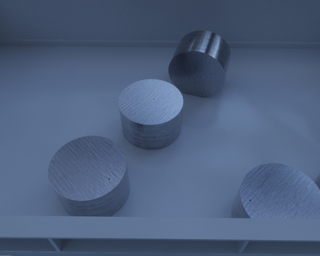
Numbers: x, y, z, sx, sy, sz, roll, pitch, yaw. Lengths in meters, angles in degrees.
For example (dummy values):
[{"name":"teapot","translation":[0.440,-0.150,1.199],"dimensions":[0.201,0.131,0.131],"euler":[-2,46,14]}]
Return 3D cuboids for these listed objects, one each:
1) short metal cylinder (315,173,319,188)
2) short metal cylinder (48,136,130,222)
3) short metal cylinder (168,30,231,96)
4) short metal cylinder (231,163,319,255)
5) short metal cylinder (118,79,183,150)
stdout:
[{"name":"short metal cylinder","translation":[0.221,0.062,0.338],"dimensions":[0.080,0.050,0.080],"euler":[0,50,0]},{"name":"short metal cylinder","translation":[-0.075,0.055,0.342],"dimensions":[0.080,0.050,0.080],"euler":[0,50,0]},{"name":"short metal cylinder","translation":[0.058,-0.092,0.447],"dimensions":[0.080,0.080,0.050],"euler":[13,51,10]},{"name":"short metal cylinder","translation":[0.119,0.084,0.319],"dimensions":[0.080,0.050,0.080],"euler":[0,50,0]},{"name":"short metal cylinder","translation":[-0.011,-0.018,0.404],"dimensions":[0.080,0.050,0.080],"euler":[0,50,0]}]
